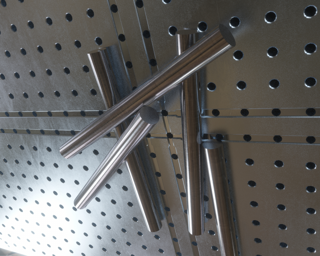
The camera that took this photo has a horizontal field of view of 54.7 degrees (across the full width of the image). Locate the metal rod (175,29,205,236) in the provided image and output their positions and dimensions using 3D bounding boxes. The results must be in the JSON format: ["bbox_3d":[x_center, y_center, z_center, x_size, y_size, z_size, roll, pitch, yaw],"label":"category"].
[{"bbox_3d":[0.043,0.026,0.403,0.025,0.025,0.298,8,122,23],"label":"metal rod"}]

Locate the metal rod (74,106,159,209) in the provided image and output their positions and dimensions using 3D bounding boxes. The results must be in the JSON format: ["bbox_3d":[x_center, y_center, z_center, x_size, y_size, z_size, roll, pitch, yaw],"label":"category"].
[{"bbox_3d":[-0.079,0.062,0.463,0.025,0.025,0.298,41,137,0],"label":"metal rod"}]

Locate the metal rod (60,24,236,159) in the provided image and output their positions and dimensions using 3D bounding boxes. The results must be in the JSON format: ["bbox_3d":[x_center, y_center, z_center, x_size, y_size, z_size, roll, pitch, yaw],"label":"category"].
[{"bbox_3d":[-0.039,-0.026,0.380,0.299,0.025,0.025,-31,102,37],"label":"metal rod"}]

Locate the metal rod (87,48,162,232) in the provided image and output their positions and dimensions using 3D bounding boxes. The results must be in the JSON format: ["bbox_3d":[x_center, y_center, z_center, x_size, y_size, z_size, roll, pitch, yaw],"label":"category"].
[{"bbox_3d":[-0.044,0.033,0.453,0.025,0.025,0.298,-1,118,28],"label":"metal rod"}]

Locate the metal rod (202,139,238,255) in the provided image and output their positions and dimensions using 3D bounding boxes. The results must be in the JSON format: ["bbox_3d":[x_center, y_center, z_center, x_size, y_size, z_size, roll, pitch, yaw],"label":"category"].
[{"bbox_3d":[0.097,0.151,0.452,0.025,0.025,0.298,1,119,27],"label":"metal rod"}]
